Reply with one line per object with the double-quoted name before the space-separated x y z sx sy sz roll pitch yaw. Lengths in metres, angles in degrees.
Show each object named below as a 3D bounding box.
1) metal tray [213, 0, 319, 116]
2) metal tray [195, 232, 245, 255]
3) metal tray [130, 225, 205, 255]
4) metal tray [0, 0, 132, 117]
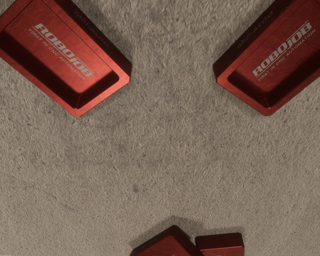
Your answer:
"metal tray" 0.134 -0.081 0.337 0.090 0.030 0.129 29 124 -23
"metal tray" 0.123 0.264 0.631 0.090 0.030 0.129 -8 130 6
"metal tray" 0.011 0.253 0.595 0.090 0.030 0.130 48 119 -3
"metal tray" -0.105 -0.080 0.334 0.090 0.030 0.130 -31 124 23
